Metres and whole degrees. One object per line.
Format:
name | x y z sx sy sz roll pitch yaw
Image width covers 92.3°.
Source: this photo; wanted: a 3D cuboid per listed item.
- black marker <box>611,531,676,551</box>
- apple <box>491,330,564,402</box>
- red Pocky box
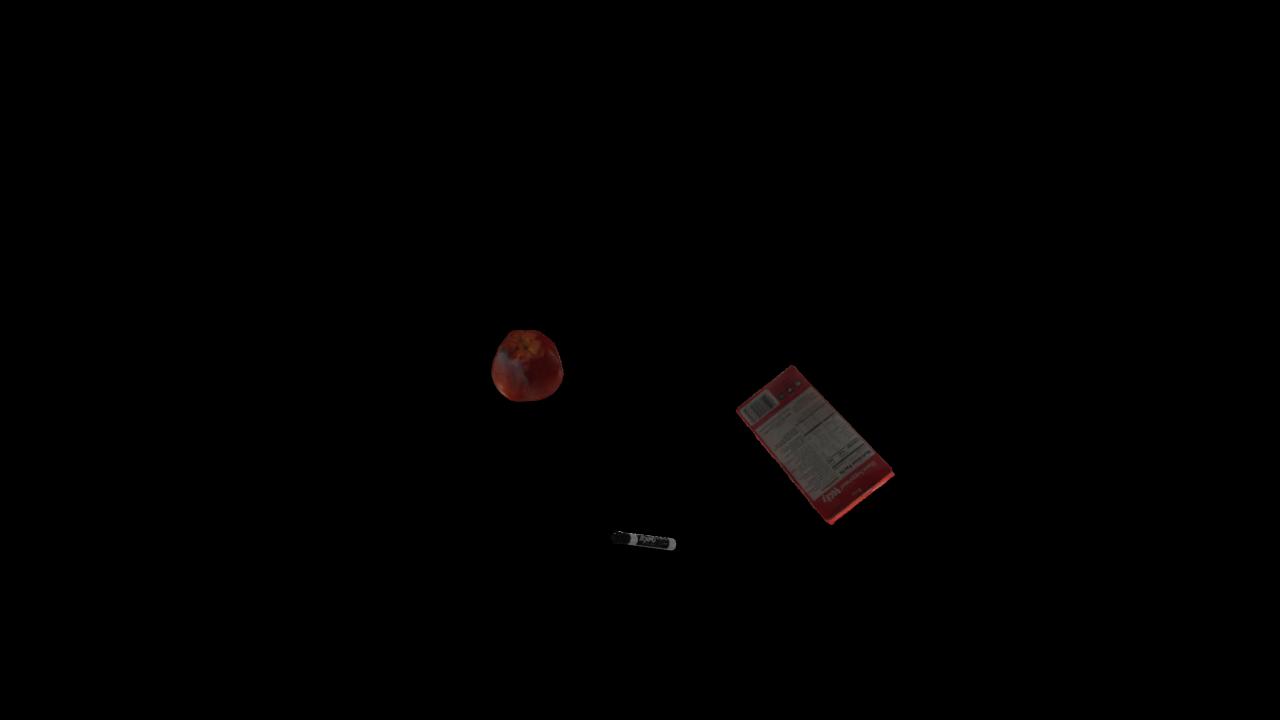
black marker | 0.005 0.273 0.929 0.121 0.020 0.020 20 -12 -37
apple | -0.122 0.007 0.671 0.079 0.079 0.093 0 -33 -9
red Pocky box | 0.176 0.084 0.637 0.083 0.155 0.028 -38 -35 3
